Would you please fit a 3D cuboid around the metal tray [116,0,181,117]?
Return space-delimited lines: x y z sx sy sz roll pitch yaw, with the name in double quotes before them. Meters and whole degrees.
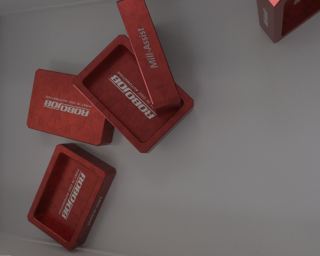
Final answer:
"metal tray" -0.011 -0.081 0.377 0.030 0.090 0.129 -20 83 0

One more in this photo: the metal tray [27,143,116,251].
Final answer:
"metal tray" -0.131 0.098 0.453 0.090 0.030 0.129 28 99 17

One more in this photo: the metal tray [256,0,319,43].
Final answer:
"metal tray" 0.143 -0.138 0.304 0.090 0.130 0.030 -36 79 16

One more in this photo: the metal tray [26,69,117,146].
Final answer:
"metal tray" -0.127 -0.031 0.453 0.130 0.030 0.089 13 94 19

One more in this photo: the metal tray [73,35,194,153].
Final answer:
"metal tray" -0.033 -0.042 0.393 0.090 0.030 0.130 -45 82 -1
